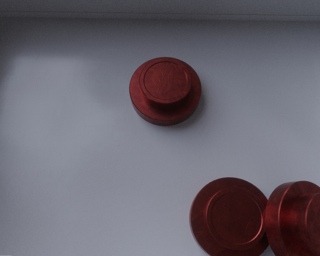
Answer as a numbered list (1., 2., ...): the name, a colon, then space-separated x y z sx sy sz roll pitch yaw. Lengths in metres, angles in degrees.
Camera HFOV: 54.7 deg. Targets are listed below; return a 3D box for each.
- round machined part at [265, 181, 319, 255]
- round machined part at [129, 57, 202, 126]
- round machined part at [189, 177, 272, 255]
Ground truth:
1. round machined part: 0.167 0.107 0.342 0.099 0.042 0.098 8 72 -26
2. round machined part: 0.007 -0.055 0.421 0.099 0.042 0.098 0 70 0
3. round machined part: 0.085 0.106 0.362 0.099 0.042 0.098 0 70 0
